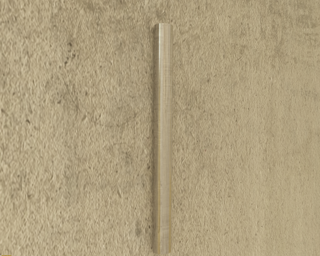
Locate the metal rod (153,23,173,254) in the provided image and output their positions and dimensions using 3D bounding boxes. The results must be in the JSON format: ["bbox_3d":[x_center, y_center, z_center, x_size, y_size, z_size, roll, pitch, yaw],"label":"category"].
[{"bbox_3d":[0.004,0.014,0.411,0.025,0.025,0.298,0,90,-40],"label":"metal rod"}]
